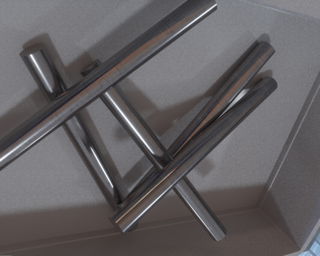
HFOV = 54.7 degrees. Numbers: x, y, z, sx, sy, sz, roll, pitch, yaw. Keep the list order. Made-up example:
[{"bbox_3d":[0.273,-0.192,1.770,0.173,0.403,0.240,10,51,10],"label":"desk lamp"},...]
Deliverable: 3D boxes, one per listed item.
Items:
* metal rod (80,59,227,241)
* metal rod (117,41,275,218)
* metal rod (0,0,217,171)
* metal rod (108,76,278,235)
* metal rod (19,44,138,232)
[{"bbox_3d":[0.005,0.044,0.391,0.025,0.025,0.299,-38,114,-3],"label":"metal rod"},{"bbox_3d":[0.049,0.003,0.422,0.300,0.025,0.025,-49,129,0],"label":"metal rod"},{"bbox_3d":[-0.070,-0.040,0.311,0.301,0.025,0.025,-37,130,-1],"label":"metal rod"},{"bbox_3d":[0.059,0.019,0.394,0.302,0.025,0.025,-39,132,-26],"label":"metal rod"},{"bbox_3d":[-0.084,0.037,0.386,0.025,0.025,0.299,-28,128,-11],"label":"metal rod"}]
